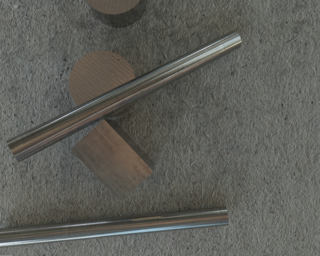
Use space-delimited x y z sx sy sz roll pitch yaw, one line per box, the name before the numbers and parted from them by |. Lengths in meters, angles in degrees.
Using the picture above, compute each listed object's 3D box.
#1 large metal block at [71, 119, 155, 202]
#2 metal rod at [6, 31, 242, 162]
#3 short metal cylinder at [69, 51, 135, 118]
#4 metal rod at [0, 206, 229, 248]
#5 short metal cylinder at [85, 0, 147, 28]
large metal block | -0.053 0.036 0.382 0.050 0.080 0.080 -43 90 0
metal rod | -0.024 -0.047 0.360 0.302 0.025 0.025 -30 90 -20
short metal cylinder | -0.069 -0.053 0.397 0.081 0.050 0.079 0 90 0
metal rod | -0.062 0.131 0.409 0.302 0.025 0.025 -6 90 0
short metal cylinder | -0.057 -0.176 0.397 0.081 0.050 0.079 0 90 0
